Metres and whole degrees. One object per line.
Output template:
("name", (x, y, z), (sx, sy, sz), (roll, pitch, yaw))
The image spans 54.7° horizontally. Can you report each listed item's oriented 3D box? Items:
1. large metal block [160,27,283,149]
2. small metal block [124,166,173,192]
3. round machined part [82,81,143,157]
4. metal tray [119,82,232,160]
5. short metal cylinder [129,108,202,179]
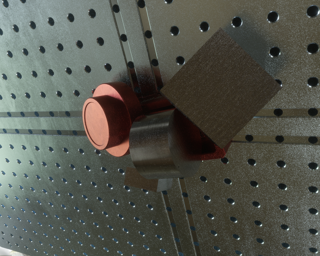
("large metal block", (0.057, -0.038, 0.311), (0.080, 0.050, 0.080), (43, 92, -3))
("small metal block", (-0.015, 0.071, 0.439), (0.050, 0.050, 0.025), (8, 88, 25))
("round machined part", (-0.065, -0.009, 0.400), (0.098, 0.042, 0.097), (21, 119, 46))
("metal tray", (0.014, 0.001, 0.398), (0.130, 0.030, 0.090), (-12, 113, 33))
("short metal cylinder", (0.009, 0.019, 0.362), (0.050, 0.080, 0.080), (-10, 114, 31))
